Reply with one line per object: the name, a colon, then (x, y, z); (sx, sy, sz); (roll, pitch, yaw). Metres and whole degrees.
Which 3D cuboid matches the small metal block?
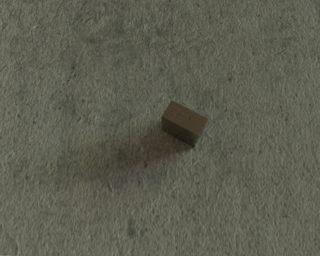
small metal block: (0.030, -0.004, 0.397); (0.050, 0.050, 0.025); (28, 73, 10)
